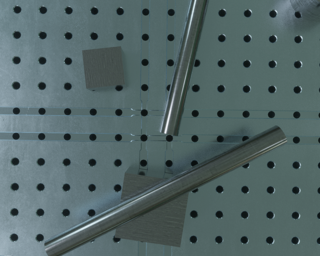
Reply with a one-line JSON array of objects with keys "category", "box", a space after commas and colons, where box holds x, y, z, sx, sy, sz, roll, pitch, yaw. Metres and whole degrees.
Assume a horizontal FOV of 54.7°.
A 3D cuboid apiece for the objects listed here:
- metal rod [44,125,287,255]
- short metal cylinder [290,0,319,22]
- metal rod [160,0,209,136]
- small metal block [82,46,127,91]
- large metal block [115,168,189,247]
[{"category": "metal rod", "box": [0.007, 0.075, 0.363, 0.301, 0.025, 0.025, -26, 90, 0]}, {"category": "short metal cylinder", "box": [0.218, -0.186, 0.402, 0.081, 0.050, 0.080, 0, 90, 0]}, {"category": "metal rod", "box": [0.045, -0.137, 0.413, 0.025, 0.025, 0.298, 13, 90, 0]}, {"category": "small metal block", "box": [-0.073, -0.078, 0.413, 0.050, 0.025, 0.050, -6, 90, 0]}, {"category": "large metal block", "box": [-0.009, 0.100, 0.401, 0.080, 0.050, 0.080, 9, 90, 0]}]
